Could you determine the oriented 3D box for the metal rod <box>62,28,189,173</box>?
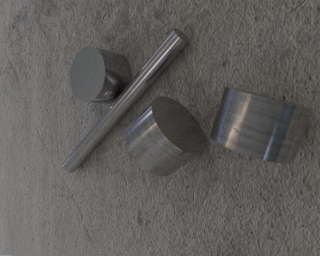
[{"bbox_3d":[-0.065,-0.024,0.458,0.299,0.025,0.025,-45,63,30],"label":"metal rod"}]

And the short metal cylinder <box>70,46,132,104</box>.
[{"bbox_3d":[-0.089,-0.077,0.462,0.080,0.050,0.079,0,90,40],"label":"short metal cylinder"}]

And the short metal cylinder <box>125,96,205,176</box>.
[{"bbox_3d":[0.007,0.009,0.364,0.050,0.081,0.080,-42,65,32],"label":"short metal cylinder"}]

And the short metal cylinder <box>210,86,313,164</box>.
[{"bbox_3d":[0.093,-0.005,0.292,0.080,0.081,0.050,23,105,37],"label":"short metal cylinder"}]
